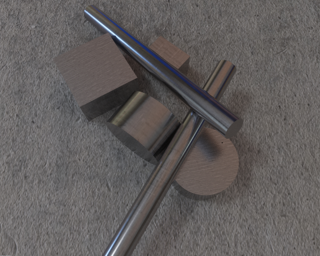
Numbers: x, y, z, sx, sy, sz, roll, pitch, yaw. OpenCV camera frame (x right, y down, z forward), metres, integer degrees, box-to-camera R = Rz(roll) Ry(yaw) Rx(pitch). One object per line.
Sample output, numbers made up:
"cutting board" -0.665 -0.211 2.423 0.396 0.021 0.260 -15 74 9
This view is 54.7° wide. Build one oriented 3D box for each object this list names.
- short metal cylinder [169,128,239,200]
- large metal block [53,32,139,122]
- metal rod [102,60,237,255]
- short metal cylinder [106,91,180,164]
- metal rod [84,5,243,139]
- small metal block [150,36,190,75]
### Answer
"short metal cylinder" 0.050 0.045 0.379 0.081 0.050 0.080 0 70 0
"large metal block" -0.084 -0.068 0.419 0.080 0.050 0.080 -29 73 -10
"metal rod" 0.007 0.046 0.338 0.025 0.025 0.300 29 72 10
"short metal cylinder" -0.019 0.001 0.379 0.080 0.080 0.050 36 74 12
"metal rod" -0.015 -0.087 0.391 0.025 0.025 0.300 -37 56 -12
"small metal block" 0.012 -0.091 0.428 0.050 0.050 0.025 38 75 12
